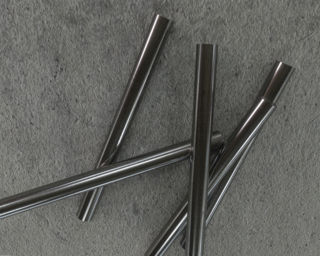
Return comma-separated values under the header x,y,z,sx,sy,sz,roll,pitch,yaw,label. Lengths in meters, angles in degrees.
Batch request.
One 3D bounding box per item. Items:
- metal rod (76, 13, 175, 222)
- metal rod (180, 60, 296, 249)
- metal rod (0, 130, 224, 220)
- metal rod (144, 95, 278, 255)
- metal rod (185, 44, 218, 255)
x,y,z,sx,sy,sz,roll,pitch,yaw,label
-0.053,0.000,0.409,0.025,0.025,0.298,22,109,-8,metal rod
0.099,0.051,0.429,0.025,0.025,0.298,21,109,-8,metal rod
-0.062,0.060,0.405,0.302,0.025,0.025,-17,110,-4,metal rod
0.058,0.085,0.427,0.025,0.025,0.298,27,113,-10,metal rod
0.050,0.048,0.393,0.025,0.025,0.298,1,104,-1,metal rod
